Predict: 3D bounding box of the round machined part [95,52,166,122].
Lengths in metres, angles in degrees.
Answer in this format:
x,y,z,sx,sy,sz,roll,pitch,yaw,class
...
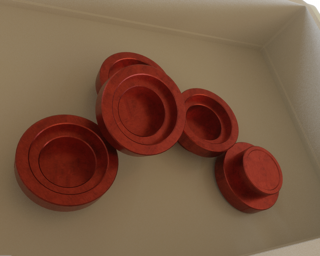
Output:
x,y,z,sx,sy,sz,roll,pitch,yaw,class
-0.036,-0.048,0.406,0.099,0.042,0.098,14,56,-21,round machined part

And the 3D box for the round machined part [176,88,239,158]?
x,y,z,sx,sy,sz,roll,pitch,yaw,class
0.056,-0.004,0.429,0.099,0.042,0.098,14,56,-21,round machined part

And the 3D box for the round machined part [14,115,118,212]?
x,y,z,sx,sy,sz,roll,pitch,yaw,class
-0.097,0.038,0.320,0.099,0.042,0.098,14,56,-21,round machined part

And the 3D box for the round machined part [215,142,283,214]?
x,y,z,sx,sy,sz,roll,pitch,yaw,class
0.127,0.063,0.424,0.099,0.042,0.098,15,57,-24,round machined part

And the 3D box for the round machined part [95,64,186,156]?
x,y,z,sx,sy,sz,roll,pitch,yaw,class
-0.023,-0.017,0.342,0.099,0.042,0.097,6,78,-28,round machined part
